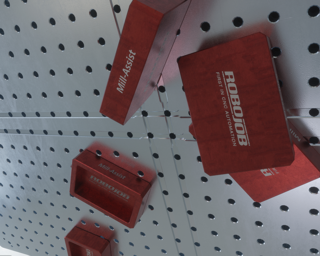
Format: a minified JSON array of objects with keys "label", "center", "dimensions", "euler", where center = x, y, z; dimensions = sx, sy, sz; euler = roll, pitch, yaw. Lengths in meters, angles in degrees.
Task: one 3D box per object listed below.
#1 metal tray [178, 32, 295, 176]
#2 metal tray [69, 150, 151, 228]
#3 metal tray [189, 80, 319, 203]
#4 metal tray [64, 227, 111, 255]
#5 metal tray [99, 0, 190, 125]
[{"label":"metal tray","center":[0.078,-0.021,0.321],"dimensions":[0.090,0.030,0.129],"euler":[-12,94,25]},{"label":"metal tray","center":[-0.086,0.102,0.517],"dimensions":[0.130,0.030,0.089],"euler":[26,128,12]},{"label":"metal tray","center":[0.109,0.019,0.362],"dimensions":[0.130,0.030,0.090],"euler":[47,129,-5]},{"label":"metal tray","center":[-0.149,0.277,0.658],"dimensions":[0.090,0.030,0.129],"euler":[14,125,20]},{"label":"metal tray","center":[-0.017,-0.076,0.330],"dimensions":[0.030,0.090,0.129],"euler":[29,128,5]}]
